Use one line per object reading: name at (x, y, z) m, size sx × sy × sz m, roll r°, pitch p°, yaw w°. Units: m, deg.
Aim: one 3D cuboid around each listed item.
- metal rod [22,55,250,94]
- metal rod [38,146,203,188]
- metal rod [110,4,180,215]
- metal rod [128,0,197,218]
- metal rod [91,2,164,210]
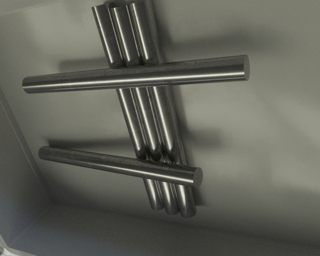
metal rod at (-0.050, -0.059, 0.365) m, size 0.300 × 0.025 × 0.025 m, roll 1°, pitch 119°, yaw 28°
metal rod at (-0.078, 0.051, 0.457) m, size 0.300 × 0.025 × 0.025 m, roll 4°, pitch 121°, yaw 34°
metal rod at (-0.011, -0.006, 0.410) m, size 0.025 × 0.025 × 0.298 m, roll 1°, pitch 119°, yaw 28°
metal rod at (0.010, -0.006, 0.397) m, size 0.025 × 0.025 × 0.298 m, roll 1°, pitch 119°, yaw 28°
metal rod at (-0.034, -0.011, 0.419) m, size 0.025 × 0.025 × 0.298 m, roll 0°, pitch 119°, yaw 28°
